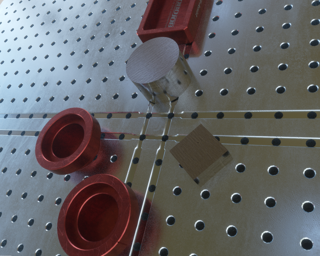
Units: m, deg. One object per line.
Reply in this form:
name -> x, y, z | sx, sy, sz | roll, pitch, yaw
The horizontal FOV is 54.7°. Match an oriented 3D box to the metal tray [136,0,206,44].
metal tray -> 0.023, -0.196, 0.511 | 0.090, 0.030, 0.130 | 3, 63, 29

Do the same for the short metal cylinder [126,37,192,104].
short metal cylinder -> -0.001, -0.082, 0.442 | 0.080, 0.050, 0.080 | -13, 56, 21

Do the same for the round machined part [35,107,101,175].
round machined part -> -0.127, 0.022, 0.448 | 0.098, 0.042, 0.098 | -13, 56, 20

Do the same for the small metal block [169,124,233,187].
small metal block -> 0.048, 0.032, 0.363 | 0.050, 0.025, 0.050 | -41, 51, 0

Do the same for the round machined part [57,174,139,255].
round machined part -> -0.068, 0.107, 0.365 | 0.098, 0.042, 0.098 | -13, 56, 20
